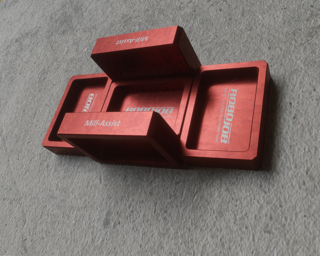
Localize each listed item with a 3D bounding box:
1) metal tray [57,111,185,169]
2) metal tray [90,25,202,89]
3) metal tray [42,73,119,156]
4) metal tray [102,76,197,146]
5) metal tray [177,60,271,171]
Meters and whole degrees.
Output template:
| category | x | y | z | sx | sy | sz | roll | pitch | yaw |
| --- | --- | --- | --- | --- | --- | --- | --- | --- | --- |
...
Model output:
| category | x | y | z | sx | sy | sz | roll | pitch | yaw |
| --- | --- | --- | --- | --- | --- | --- | --- | --- | --- |
| metal tray | -0.045 | 0.016 | 0.374 | 0.130 | 0.090 | 0.030 | 0 | 62 | 28 |
| metal tray | -0.017 | -0.089 | 0.426 | 0.130 | 0.090 | 0.030 | 0 | 62 | 28 |
| metal tray | -0.116 | -0.022 | 0.474 | 0.090 | 0.030 | 0.130 | 1 | 62 | 28 |
| metal tray | -0.018 | -0.023 | 0.424 | 0.130 | 0.030 | 0.090 | 1 | 62 | 28 |
| metal tray | 0.079 | -0.017 | 0.371 | 0.090 | 0.030 | 0.130 | 1 | 62 | 28 |
